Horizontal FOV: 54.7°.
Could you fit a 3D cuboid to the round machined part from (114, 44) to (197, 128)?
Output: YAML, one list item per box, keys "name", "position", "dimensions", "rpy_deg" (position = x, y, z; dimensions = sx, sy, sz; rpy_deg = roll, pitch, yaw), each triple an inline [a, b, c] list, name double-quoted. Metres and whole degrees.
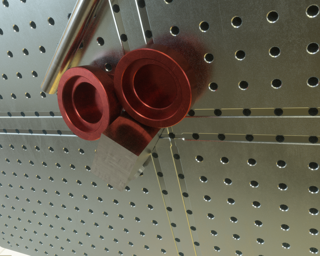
- name: "round machined part"
  position: [-0.002, -0.052, 0.369]
  dimensions: [0.098, 0.042, 0.097]
  rpy_deg: [13, 124, 20]

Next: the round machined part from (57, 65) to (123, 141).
- name: "round machined part"
  position: [-0.089, -0.035, 0.415]
  dimensions: [0.098, 0.042, 0.097]
  rpy_deg: [13, 113, 33]

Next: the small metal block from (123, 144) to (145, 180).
- name: "small metal block"
  position: [-0.060, 0.056, 0.475]
  dimensions: [0.050, 0.025, 0.050]
  rpy_deg: [-22, 107, 41]

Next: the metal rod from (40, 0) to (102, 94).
- name: "metal rod"
  position: [-0.086, -0.145, 0.366]
  dimensions: [0.025, 0.025, 0.298]
  rpy_deg: [42, 129, -1]

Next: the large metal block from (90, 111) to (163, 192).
- name: "large metal block"
  position: [-0.041, 0.023, 0.407]
  dimensions: [0.050, 0.080, 0.079]
  rpy_deg: [32, 134, 6]
